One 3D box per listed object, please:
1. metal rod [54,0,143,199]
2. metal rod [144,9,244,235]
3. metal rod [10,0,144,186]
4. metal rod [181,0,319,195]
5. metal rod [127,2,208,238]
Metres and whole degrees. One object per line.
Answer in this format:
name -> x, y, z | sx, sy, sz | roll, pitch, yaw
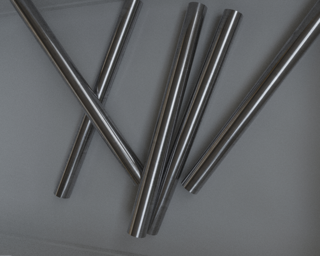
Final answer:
metal rod -> -0.090, -0.038, 0.442 | 0.025, 0.025, 0.298 | 25, 98, 18
metal rod -> 0.038, -0.002, 0.397 | 0.025, 0.025, 0.298 | 23, 98, 18
metal rod -> -0.108, -0.053, 0.417 | 0.025, 0.025, 0.299 | -35, 89, 17
metal rod -> 0.121, -0.043, 0.367 | 0.025, 0.025, 0.299 | 38, 102, 16
metal rod -> 0.009, -0.010, 0.393 | 0.025, 0.025, 0.298 | 15, 90, 19
